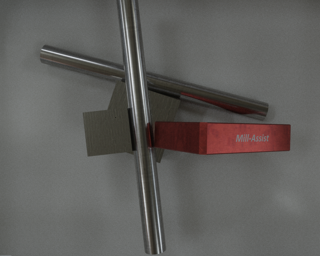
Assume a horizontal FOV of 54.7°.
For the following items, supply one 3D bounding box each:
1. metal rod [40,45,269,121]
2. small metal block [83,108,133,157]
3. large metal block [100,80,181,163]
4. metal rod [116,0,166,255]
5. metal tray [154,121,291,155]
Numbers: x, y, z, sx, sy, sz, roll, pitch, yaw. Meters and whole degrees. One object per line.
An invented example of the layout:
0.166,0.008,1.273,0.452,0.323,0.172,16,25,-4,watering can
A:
-0.007,-0.060,0.410,0.302,0.025,0.025,15,90,-1,metal rod
-0.059,0.005,0.359,0.050,0.025,0.050,-6,90,-1,small metal block
-0.026,-0.008,0.397,0.080,0.050,0.080,18,90,-1,large metal block
-0.022,-0.006,0.360,0.025,0.025,0.298,-6,90,0,metal rod
0.071,0.009,0.352,0.131,0.090,0.030,1,91,-32,metal tray
